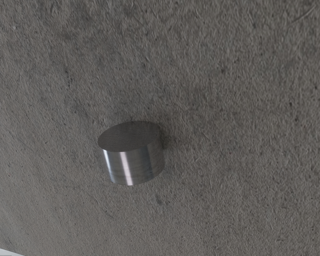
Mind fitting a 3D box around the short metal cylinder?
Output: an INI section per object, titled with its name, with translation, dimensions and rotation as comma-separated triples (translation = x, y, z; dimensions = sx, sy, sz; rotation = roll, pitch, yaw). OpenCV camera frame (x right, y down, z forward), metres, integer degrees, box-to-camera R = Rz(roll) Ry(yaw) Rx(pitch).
[short metal cylinder]
translation = -0.037, 0.031, 0.410
dimensions = 0.080, 0.080, 0.050
rotation = 5, 121, 26
